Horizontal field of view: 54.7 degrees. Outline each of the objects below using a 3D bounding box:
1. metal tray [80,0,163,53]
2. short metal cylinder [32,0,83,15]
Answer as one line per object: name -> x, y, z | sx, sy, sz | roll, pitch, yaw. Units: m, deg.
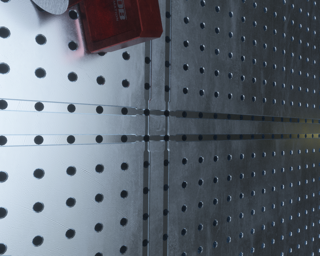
metal tray -> -0.049, -0.152, 0.323 | 0.030, 0.090, 0.129 | -18, 101, -46
short metal cylinder -> -0.098, -0.156, 0.291 | 0.050, 0.080, 0.080 | -49, 119, -28
